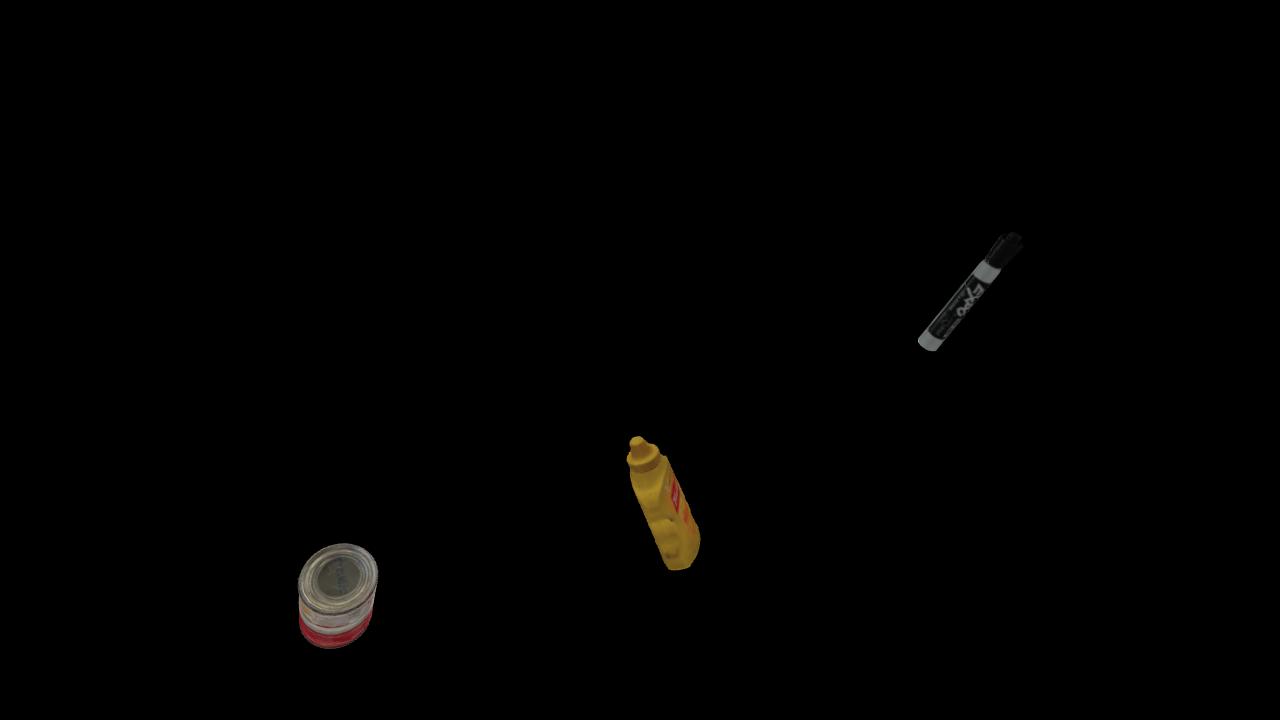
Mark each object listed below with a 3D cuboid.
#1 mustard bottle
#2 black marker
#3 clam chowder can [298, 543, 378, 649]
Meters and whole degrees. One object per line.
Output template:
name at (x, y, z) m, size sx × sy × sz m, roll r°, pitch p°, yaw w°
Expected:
mustard bottle at (0.025, 0.174, 0.788) m, size 0.054 × 0.184 × 0.092 m, roll -12°, pitch 27°, yaw 21°
black marker at (0.278, -0.056, 0.520) m, size 0.020 × 0.020 × 0.121 m, roll 0°, pitch -44°, yaw -22°
clam chowder can at (-0.289, 0.227, 0.589) m, size 0.068 × 0.068 × 0.102 m, roll 0°, pitch -38°, yaw -28°
